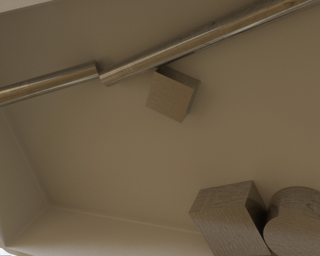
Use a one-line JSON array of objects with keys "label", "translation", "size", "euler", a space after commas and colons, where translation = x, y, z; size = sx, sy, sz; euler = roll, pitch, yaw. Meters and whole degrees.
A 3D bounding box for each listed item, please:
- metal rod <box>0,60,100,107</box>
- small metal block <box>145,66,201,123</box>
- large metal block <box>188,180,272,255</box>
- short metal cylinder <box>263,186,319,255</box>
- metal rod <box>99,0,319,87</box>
[{"label": "metal rod", "translation": [-0.226, -0.037, 0.413], "size": [0.301, 0.025, 0.025], "euler": [-16, 113, 3]}, {"label": "small metal block", "translation": [0.015, -0.041, 0.374], "size": [0.050, 0.025, 0.050], "euler": [26, 128, 11]}, {"label": "large metal block", "translation": [0.098, 0.123, 0.416], "size": [0.080, 0.050, 0.080], "euler": [-19, 109, 35]}, {"label": "short metal cylinder", "translation": [0.171, 0.118, 0.375], "size": [0.080, 0.050, 0.079], "euler": [13, 124, 20]}, {"label": "metal rod", "translation": [0.053, -0.097, 0.318], "size": [0.300, 0.025, 0.025], "euler": [-15, 111, 33]}]
